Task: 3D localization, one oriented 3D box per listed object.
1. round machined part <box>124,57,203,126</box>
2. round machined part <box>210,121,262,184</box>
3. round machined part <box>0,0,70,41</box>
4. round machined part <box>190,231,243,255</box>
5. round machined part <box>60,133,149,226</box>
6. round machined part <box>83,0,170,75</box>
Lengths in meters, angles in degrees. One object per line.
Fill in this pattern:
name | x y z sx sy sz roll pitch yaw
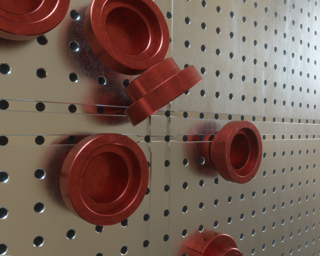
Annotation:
round machined part | -0.002 -0.046 0.362 0.099 0.098 0.042 -36 94 -34
round machined part | 0.118 0.037 0.494 0.099 0.042 0.097 -2 93 -40
round machined part | -0.137 -0.129 0.283 0.099 0.042 0.097 0 90 -40
round machined part | 0.091 0.213 0.474 0.099 0.042 0.097 0 90 -40
round machined part | -0.064 0.054 0.344 0.099 0.042 0.097 0 90 -40
round machined part | -0.041 -0.107 0.355 0.099 0.042 0.098 8 76 -34
